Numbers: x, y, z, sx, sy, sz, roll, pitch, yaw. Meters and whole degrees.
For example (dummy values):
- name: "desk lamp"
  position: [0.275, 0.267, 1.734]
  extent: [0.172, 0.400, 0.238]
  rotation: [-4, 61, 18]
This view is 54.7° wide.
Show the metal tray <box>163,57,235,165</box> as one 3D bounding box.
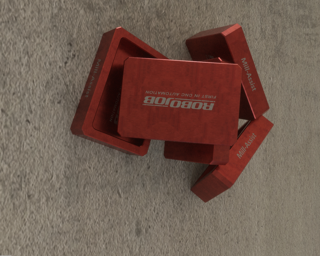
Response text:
- name: "metal tray"
  position: [0.050, -0.020, 0.408]
  extent: [0.030, 0.090, 0.129]
  rotation: [8, 85, -40]

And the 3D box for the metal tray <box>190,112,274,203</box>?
- name: "metal tray"
  position: [0.105, 0.043, 0.454]
  extent: [0.030, 0.090, 0.131]
  rotation: [41, 60, 6]

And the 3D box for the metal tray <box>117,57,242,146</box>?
- name: "metal tray"
  position: [0.022, -0.029, 0.353]
  extent: [0.131, 0.030, 0.089]
  rotation: [5, 86, 4]

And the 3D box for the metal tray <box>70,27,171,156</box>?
- name: "metal tray"
  position: [-0.041, -0.040, 0.370]
  extent: [0.090, 0.030, 0.130]
  rotation: [25, 74, -37]

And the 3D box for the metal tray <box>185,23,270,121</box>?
- name: "metal tray"
  position: [0.095, -0.076, 0.443]
  extent: [0.030, 0.090, 0.129]
  rotation: [-35, 112, -19]
